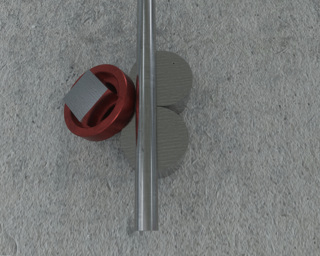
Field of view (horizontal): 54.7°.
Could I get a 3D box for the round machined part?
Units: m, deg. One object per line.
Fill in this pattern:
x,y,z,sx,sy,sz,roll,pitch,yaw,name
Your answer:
-0.071,-0.028,0.396,0.098,0.042,0.098,-12,64,26,round machined part

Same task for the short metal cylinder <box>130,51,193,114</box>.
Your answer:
0.001,-0.056,0.417,0.081,0.050,0.080,0,70,0,short metal cylinder

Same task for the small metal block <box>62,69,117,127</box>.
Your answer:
-0.084,-0.036,0.379,0.050,0.025,0.050,-48,54,4,small metal block

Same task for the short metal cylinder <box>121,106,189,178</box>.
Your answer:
-0.006,0.019,0.388,0.081,0.050,0.080,0,69,0,short metal cylinder

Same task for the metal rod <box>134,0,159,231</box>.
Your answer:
-0.016,-0.035,0.369,0.025,0.025,0.299,-1,70,0,metal rod
